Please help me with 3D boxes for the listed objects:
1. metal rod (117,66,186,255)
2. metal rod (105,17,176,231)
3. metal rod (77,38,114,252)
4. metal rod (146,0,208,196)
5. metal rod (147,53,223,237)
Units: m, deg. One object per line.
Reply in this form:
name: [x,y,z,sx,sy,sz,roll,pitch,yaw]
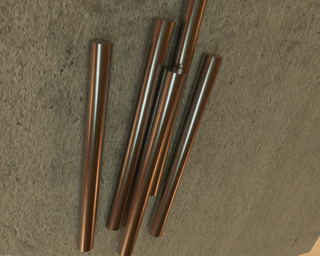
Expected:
metal rod: [-0.019,0.063,0.417,0.025,0.025,0.298,0,120,-29]
metal rod: [-0.032,0.012,0.398,0.025,0.025,0.298,1,118,-29]
metal rod: [-0.085,0.041,0.386,0.025,0.025,0.298,-4,121,-27]
metal rod: [0.016,-0.039,0.392,0.025,0.025,0.298,-2,119,-28]
metal rod: [0.029,0.039,0.449,0.025,0.025,0.298,2,118,-30]
